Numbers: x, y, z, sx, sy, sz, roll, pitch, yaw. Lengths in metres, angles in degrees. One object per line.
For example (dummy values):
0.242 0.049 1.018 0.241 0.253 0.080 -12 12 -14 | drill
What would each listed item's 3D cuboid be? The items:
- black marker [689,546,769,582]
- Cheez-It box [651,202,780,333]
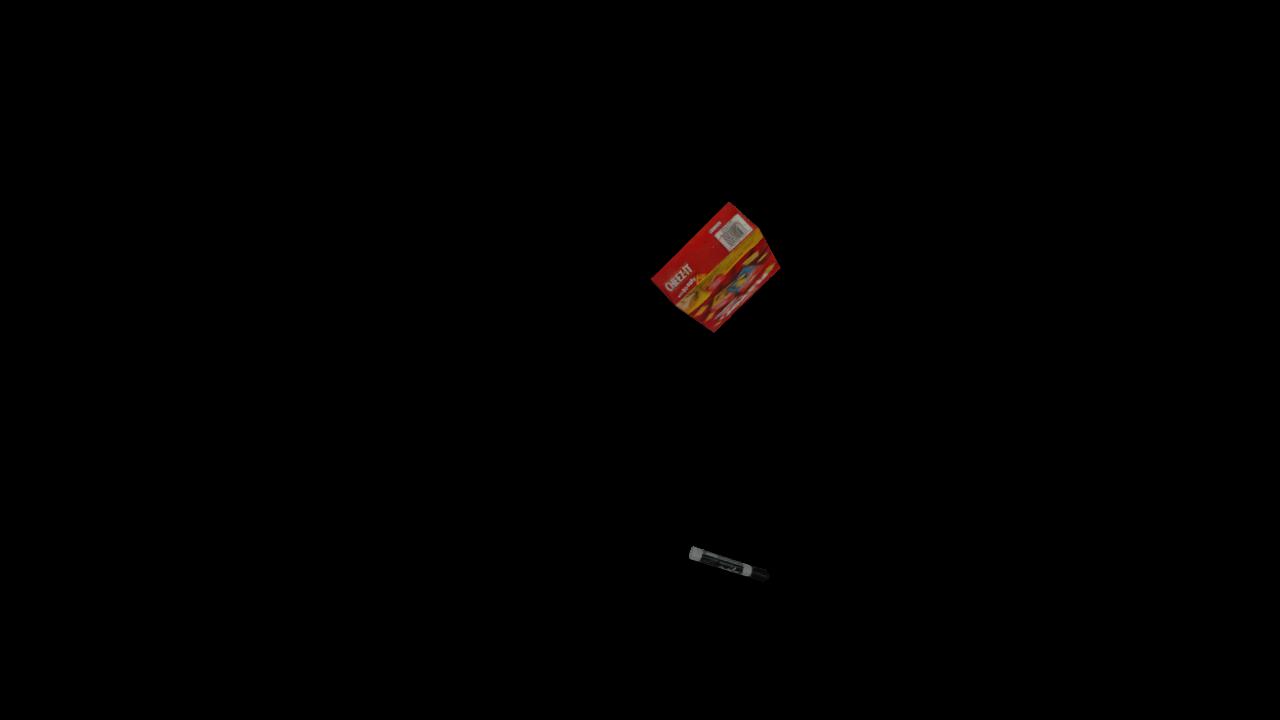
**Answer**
0.131 0.300 0.902 0.121 0.020 0.020 18 -1 -2 | black marker
0.131 -0.140 0.994 0.166 0.071 0.223 -44 -21 11 | Cheez-It box
